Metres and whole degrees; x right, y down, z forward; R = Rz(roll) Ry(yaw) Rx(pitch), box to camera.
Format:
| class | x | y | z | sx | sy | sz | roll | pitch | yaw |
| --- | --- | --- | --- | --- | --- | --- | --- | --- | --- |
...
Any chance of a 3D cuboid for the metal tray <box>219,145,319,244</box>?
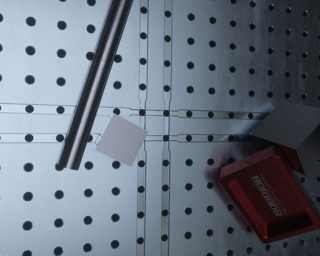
| class | x | y | z | sx | sy | sz | roll | pitch | yaw |
| --- | --- | --- | --- | --- | --- | --- | --- | --- | --- |
| metal tray | 0.156 | 0.098 | 0.441 | 0.090 | 0.030 | 0.130 | -29 | 104 | 26 |

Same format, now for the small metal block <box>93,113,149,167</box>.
| class | x | y | z | sx | sy | sz | roll | pitch | yaw |
| --- | --- | --- | --- | --- | --- | --- | --- | --- | --- |
| small metal block | -0.050 | 0.015 | 0.395 | 0.050 | 0.025 | 0.050 | 29 | 80 | -18 |

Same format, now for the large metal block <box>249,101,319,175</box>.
| class | x | y | z | sx | sy | sz | roll | pitch | yaw |
| --- | --- | --- | --- | --- | --- | --- | --- | --- | --- |
| large metal block | 0.194 | 0.011 | 0.451 | 0.080 | 0.080 | 0.050 | -41 | 121 | -16 |

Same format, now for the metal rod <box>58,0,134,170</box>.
| class | x | y | z | sx | sy | sz | roll | pitch | yaw |
| --- | --- | --- | --- | --- | --- | --- | --- | --- | --- |
| metal rod | -0.068 | -0.095 | 0.388 | 0.025 | 0.025 | 0.299 | 19 | 84 | -20 |
